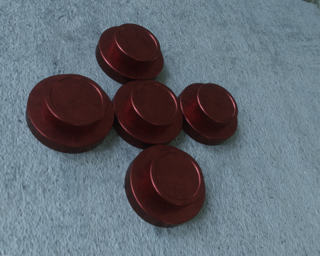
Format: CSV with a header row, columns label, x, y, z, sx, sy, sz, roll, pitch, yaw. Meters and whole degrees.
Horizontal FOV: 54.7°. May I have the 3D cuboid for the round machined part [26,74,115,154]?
label,x,y,z,sx,sy,sz,roll,pitch,yaw
round machined part,-0.099,-0.023,0.356,0.099,0.042,0.098,14,56,-21

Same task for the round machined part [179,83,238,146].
label,x,y,z,sx,sy,sz,roll,pitch,yaw
round machined part,0.074,-0.026,0.452,0.099,0.042,0.098,14,56,-21

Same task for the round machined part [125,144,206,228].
label,x,y,z,sx,sy,sz,roll,pitch,yaw
round machined part,0.012,0.063,0.363,0.099,0.042,0.098,14,56,-21

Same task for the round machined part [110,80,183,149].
label,x,y,z,sx,sy,sz,roll,pitch,yaw
round machined part,-0.013,-0.023,0.403,0.099,0.042,0.098,14,56,-21

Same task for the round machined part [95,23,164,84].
label,x,y,z,sx,sy,sz,roll,pitch,yaw
round machined part,-0.039,-0.110,0.442,0.099,0.042,0.098,14,56,-21
